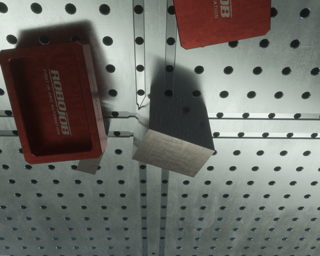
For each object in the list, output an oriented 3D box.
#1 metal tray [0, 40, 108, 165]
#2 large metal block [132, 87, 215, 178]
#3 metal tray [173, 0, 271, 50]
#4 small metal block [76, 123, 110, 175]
[{"bbox_3d":[-0.117,-0.027,0.349,0.091,0.030,0.129,-6,106,4],"label":"metal tray"},{"bbox_3d":[0.014,0.005,0.380,0.081,0.080,0.050,19,127,-16],"label":"large metal block"},{"bbox_3d":[0.054,-0.144,0.286,0.090,0.030,0.129,-9,130,7],"label":"metal tray"},{"bbox_3d":[-0.089,0.026,0.416,0.025,0.050,0.050,17,128,-14],"label":"small metal block"}]
